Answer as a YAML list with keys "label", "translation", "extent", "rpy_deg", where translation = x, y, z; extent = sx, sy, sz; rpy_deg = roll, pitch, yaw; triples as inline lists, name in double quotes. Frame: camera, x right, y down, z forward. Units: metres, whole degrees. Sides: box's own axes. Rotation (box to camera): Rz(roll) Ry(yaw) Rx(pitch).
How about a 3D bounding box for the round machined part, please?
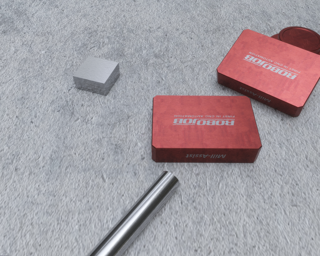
- label: "round machined part"
  translation: [0.222, -0.129, 0.504]
  extent: [0.099, 0.042, 0.098]
  rpy_deg: [0, 50, 0]

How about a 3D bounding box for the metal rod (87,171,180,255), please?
- label: "metal rod"
  translation: [-0.080, 0.149, 0.277]
  extent: [0.025, 0.025, 0.301]
  rpy_deg: [31, 56, 23]

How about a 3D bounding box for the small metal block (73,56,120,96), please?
- label: "small metal block"
  translation: [-0.095, -0.079, 0.469]
  extent: [0.050, 0.025, 0.050]
  rpy_deg: [15, 51, 12]

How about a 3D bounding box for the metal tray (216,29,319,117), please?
- label: "metal tray"
  translation: [0.161, -0.084, 0.454]
  extent: [0.130, 0.030, 0.090]
  rpy_deg: [29, 75, 22]

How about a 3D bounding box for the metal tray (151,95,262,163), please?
- label: "metal tray"
  translation: [0.056, -0.001, 0.401]
  extent: [0.131, 0.030, 0.090]
  rpy_deg: [0, 50, 0]
